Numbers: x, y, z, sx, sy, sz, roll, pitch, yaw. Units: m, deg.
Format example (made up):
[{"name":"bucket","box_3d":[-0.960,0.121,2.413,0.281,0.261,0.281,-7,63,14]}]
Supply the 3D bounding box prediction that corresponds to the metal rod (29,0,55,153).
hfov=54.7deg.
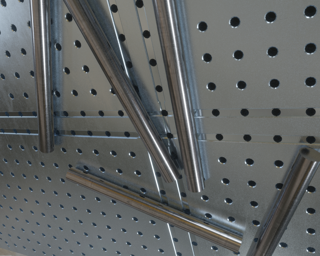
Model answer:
[{"name":"metal rod","box_3d":[-0.168,-0.083,0.445,0.025,0.025,0.298,23,127,14]}]

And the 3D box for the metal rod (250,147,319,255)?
[{"name":"metal rod","box_3d":[0.150,0.151,0.424,0.025,0.025,0.298,19,126,17]}]

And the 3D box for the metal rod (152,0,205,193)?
[{"name":"metal rod","box_3d":[0.023,-0.048,0.368,0.025,0.025,0.298,2,120,27]}]

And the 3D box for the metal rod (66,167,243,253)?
[{"name":"metal rod","box_3d":[-0.019,0.125,0.497,0.301,0.025,0.025,19,126,16]}]

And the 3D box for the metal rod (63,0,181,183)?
[{"name":"metal rod","box_3d":[-0.049,-0.055,0.401,0.025,0.025,0.299,-16,110,34]}]
